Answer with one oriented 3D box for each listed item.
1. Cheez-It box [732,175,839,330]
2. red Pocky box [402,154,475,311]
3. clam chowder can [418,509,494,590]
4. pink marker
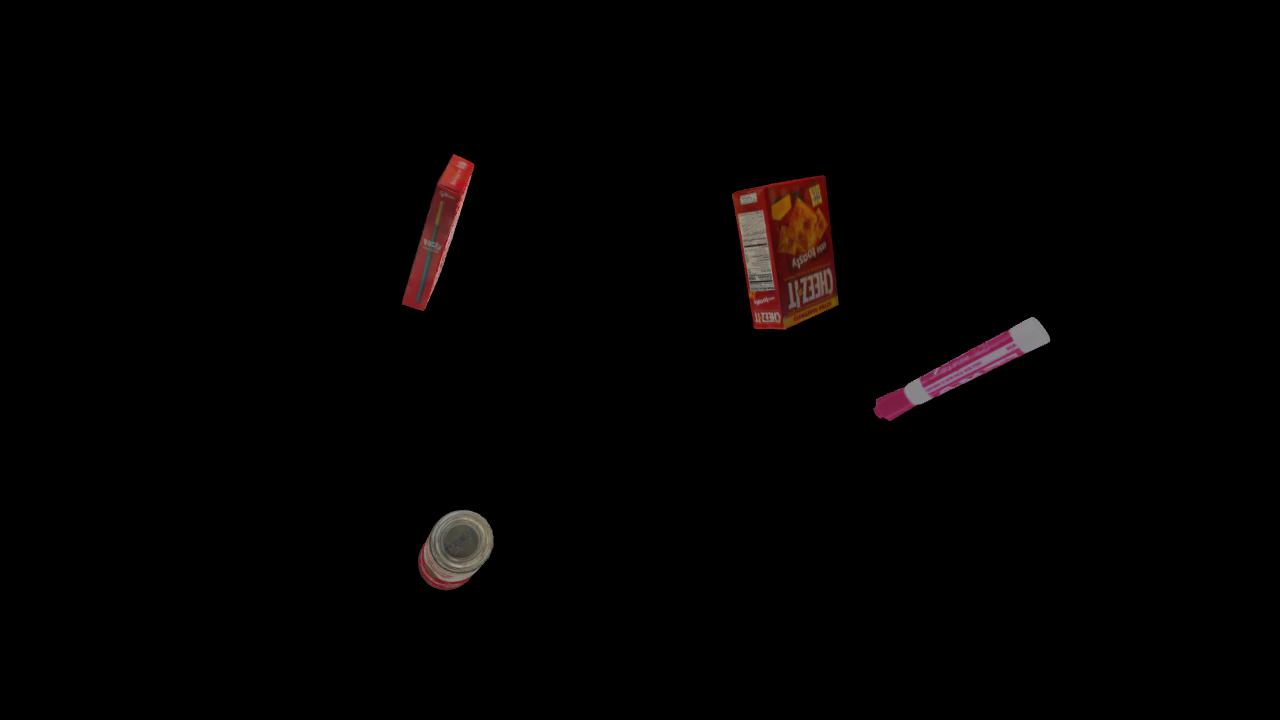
[{"bbox_3d":[0.242,-0.175,0.999,0.166,0.223,0.071,-21,17,-37],"label":"Cheez-It box"},{"bbox_3d":[-0.219,-0.135,0.666,0.028,0.155,0.083,20,34,-17],"label":"red Pocky box"},{"bbox_3d":[-0.204,0.211,0.679,0.068,0.068,0.102,0,-28,-27],"label":"clam chowder can"},{"bbox_3d":[0.214,0.010,0.421,0.020,0.020,0.121,0,-30,-45],"label":"pink marker"}]
